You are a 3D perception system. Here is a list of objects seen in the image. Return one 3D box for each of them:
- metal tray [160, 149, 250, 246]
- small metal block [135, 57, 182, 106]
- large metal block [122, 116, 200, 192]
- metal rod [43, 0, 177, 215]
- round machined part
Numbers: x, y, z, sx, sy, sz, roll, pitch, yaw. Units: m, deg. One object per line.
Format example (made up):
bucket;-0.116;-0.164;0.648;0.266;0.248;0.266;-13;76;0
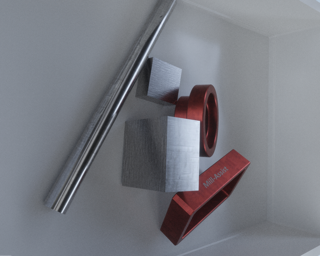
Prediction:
metal tray;0.063;0.093;0.425;0.131;0.030;0.089;-30;149;-36
small metal block;-0.001;-0.060;0.408;0.050;0.025;0.050;14;81;-39
large metal block;0.000;0.031;0.370;0.050;0.080;0.080;7;82;-40
metal rod;-0.048;-0.045;0.367;0.025;0.025;0.300;39;66;-34
round machined part;0.050;-0.010;0.422;0.098;0.042;0.097;1;90;-69
